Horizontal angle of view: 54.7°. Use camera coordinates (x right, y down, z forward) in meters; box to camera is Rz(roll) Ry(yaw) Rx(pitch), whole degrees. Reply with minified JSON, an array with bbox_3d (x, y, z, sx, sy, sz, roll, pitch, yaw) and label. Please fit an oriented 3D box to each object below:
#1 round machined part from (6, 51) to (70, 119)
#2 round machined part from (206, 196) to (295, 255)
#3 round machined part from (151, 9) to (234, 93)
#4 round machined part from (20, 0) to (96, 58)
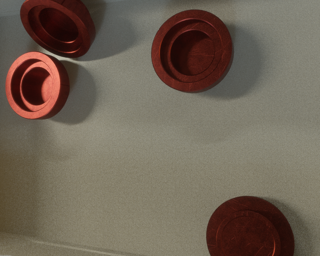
[{"bbox_3d":[-0.176,-0.061,0.462,0.098,0.042,0.097,0,90,19],"label":"round machined part"},{"bbox_3d":[0.102,0.129,0.356,0.098,0.042,0.098,-4,78,18],"label":"round machined part"},{"bbox_3d":[0.042,-0.092,0.386,0.098,0.042,0.097,0,90,19],"label":"round machined part"},{"bbox_3d":[-0.135,-0.148,0.428,0.098,0.098,0.042,5,55,19],"label":"round machined part"}]
